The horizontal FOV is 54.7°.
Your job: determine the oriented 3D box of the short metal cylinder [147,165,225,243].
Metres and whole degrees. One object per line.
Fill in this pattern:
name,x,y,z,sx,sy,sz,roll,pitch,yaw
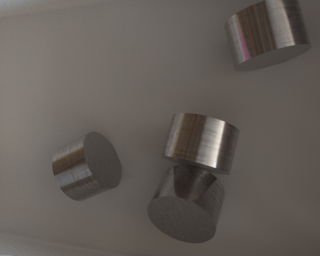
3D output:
short metal cylinder,0.032,0.090,0.366,0.080,0.050,0.079,13,130,16

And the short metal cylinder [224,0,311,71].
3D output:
short metal cylinder,0.117,-0.099,0.340,0.080,0.080,0.050,-14,85,19

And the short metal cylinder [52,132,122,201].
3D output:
short metal cylinder,-0.096,0.051,0.415,0.050,0.080,0.080,-25,82,18

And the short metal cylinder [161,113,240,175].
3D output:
short metal cylinder,0.047,0.020,0.359,0.080,0.080,0.050,12,79,19
